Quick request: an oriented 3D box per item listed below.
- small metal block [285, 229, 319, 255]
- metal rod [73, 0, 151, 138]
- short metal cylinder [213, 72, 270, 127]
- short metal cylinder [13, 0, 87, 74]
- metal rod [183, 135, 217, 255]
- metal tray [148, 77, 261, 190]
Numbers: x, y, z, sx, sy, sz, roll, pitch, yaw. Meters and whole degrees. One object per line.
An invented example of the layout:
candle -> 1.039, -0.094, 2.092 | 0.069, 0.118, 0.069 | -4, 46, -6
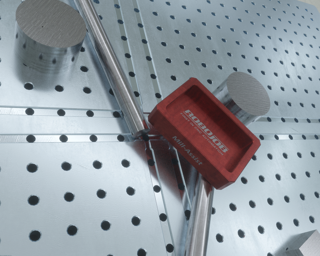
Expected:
small metal block -> 0.204, 0.173, 0.415 | 0.050, 0.025, 0.050 | -22, 74, -36
metal rod -> -0.084, -0.122, 0.438 | 0.025, 0.025, 0.299 | -13, 68, -34
short metal cylinder -> 0.124, -0.041, 0.486 | 0.081, 0.050, 0.080 | 14, 56, -21
short metal cylinder -> -0.138, -0.115, 0.389 | 0.081, 0.050, 0.080 | 14, 56, -21
metal rod -> 0.044, 0.124, 0.357 | 0.025, 0.025, 0.300 | 25, 53, -13
metal tray -> 0.060, 0.004, 0.403 | 0.130, 0.030, 0.091 | 45, 51, 4
